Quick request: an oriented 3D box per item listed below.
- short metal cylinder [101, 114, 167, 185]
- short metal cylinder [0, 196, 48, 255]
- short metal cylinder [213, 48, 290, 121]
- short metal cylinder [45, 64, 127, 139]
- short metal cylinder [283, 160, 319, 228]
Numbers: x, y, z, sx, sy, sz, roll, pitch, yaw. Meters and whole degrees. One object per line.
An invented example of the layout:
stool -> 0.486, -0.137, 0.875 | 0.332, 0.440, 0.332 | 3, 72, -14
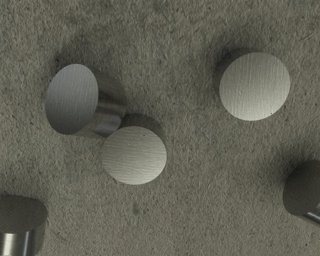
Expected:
short metal cylinder -> -0.032, 0.027, 0.406 | 0.081, 0.050, 0.079 | 0, 110, 0
short metal cylinder -> -0.201, 0.139, 0.430 | 0.080, 0.080, 0.050 | 13, 110, -5
short metal cylinder -> 0.108, -0.055, 0.377 | 0.081, 0.050, 0.079 | 0, 110, 0
short metal cylinder -> -0.087, -0.029, 0.364 | 0.080, 0.050, 0.080 | -4, 81, 29
short metal cylinder -> 0.213, 0.089, 0.415 | 0.050, 0.080, 0.080 | 27, 108, -10
